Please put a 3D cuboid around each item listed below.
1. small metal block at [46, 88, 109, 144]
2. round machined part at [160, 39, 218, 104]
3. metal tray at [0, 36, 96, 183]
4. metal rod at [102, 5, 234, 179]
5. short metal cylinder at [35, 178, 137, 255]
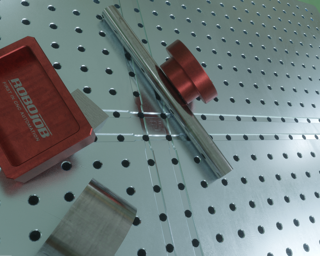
[{"bbox_3d":[-0.098,-0.011,0.363,0.050,0.025,0.050,42,51,0],"label":"small metal block"},{"bbox_3d":[0.036,-0.073,0.441,0.042,0.098,0.098,-36,79,6],"label":"round machined part"},{"bbox_3d":[-0.139,-0.021,0.321,0.090,0.030,0.130,-32,79,-13],"label":"metal tray"},{"bbox_3d":[0.006,-0.058,0.448,0.025,0.025,0.299,-27,76,-37],"label":"metal rod"},{"bbox_3d":[-0.065,0.093,0.282,0.050,0.080,0.080,36,51,-5],"label":"short metal cylinder"}]
